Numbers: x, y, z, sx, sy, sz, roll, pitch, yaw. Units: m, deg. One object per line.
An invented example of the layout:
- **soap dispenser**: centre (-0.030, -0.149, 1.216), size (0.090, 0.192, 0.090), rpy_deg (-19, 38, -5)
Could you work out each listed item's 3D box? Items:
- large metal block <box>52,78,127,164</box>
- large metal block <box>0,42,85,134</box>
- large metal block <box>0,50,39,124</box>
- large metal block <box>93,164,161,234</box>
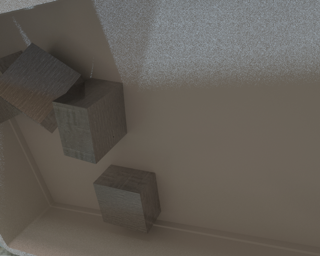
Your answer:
- **large metal block**: centre (-0.088, -0.012, 0.412), size (0.050, 0.080, 0.079), rpy_deg (12, 124, 21)
- **large metal block**: centre (-0.158, -0.052, 0.415), size (0.080, 0.080, 0.050), rpy_deg (34, 166, 6)
- **large metal block**: centre (-0.231, -0.061, 0.477), size (0.080, 0.050, 0.080), rpy_deg (-17, 110, 34)
- **large metal block**: centre (-0.049, 0.110, 0.487), size (0.080, 0.050, 0.079), rpy_deg (7, 122, 24)
